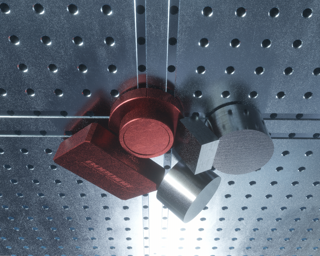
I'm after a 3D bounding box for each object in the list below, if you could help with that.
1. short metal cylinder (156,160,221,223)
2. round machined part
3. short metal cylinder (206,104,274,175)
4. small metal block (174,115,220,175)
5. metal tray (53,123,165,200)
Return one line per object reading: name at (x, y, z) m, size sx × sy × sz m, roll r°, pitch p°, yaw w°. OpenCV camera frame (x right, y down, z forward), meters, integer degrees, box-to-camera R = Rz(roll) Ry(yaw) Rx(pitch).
short metal cylinder at (0.041, 0.086, 0.436) m, size 0.050 × 0.081 × 0.079 m, roll 37°, pitch 135°, yaw 26°
round machined part at (-0.016, 0.001, 0.395) m, size 0.099 × 0.042 × 0.097 m, roll 0°, pitch 130°, yaw 0°
short metal cylinder at (0.101, 0.016, 0.405) m, size 0.081 × 0.050 × 0.079 m, roll 0°, pitch 130°, yaw 0°
small metal block at (0.044, 0.020, 0.384) m, size 0.025 × 0.050 × 0.050 m, roll -15°, pitch 134°, yaw -25°
metal tray at (-0.069, 0.053, 0.433) m, size 0.130 × 0.030 × 0.090 m, roll 37°, pitch 136°, yaw -28°
